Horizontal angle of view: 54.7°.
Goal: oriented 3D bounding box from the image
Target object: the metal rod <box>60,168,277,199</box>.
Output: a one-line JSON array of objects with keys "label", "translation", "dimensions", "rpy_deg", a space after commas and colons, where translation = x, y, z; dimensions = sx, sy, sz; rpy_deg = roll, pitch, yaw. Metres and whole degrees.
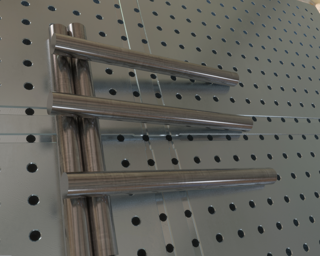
[{"label": "metal rod", "translation": [0.036, 0.062, 0.373], "dimensions": [0.302, 0.025, 0.025], "rpy_deg": [4, 60, -34]}]

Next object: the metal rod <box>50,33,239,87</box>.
[{"label": "metal rod", "translation": [0.000, -0.091, 0.447], "dimensions": [0.302, 0.025, 0.025], "rpy_deg": [4, 60, -33]}]

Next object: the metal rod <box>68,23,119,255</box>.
[{"label": "metal rod", "translation": [-0.084, -0.005, 0.366], "dimensions": [0.025, 0.025, 0.299], "rpy_deg": [1, 61, -28]}]

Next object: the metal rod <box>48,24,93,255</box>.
[{"label": "metal rod", "translation": [-0.105, 0.001, 0.351], "dimensions": [0.025, 0.025, 0.299], "rpy_deg": [1, 61, -28]}]

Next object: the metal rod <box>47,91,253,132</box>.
[{"label": "metal rod", "translation": [0.011, -0.016, 0.406], "dimensions": [0.302, 0.025, 0.025], "rpy_deg": [5, 60, -33]}]
